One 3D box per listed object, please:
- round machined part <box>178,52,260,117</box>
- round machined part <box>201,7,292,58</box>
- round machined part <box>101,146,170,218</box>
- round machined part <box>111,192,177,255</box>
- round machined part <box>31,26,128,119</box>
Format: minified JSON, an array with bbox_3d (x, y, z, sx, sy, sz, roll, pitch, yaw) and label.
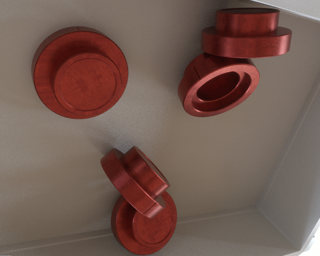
[{"bbox_3d":[0.068,-0.059,0.384,0.099,0.042,0.098,-15,150,-9],"label":"round machined part"},{"bbox_3d":[0.096,-0.111,0.348,0.099,0.098,0.042,-13,118,-22],"label":"round machined part"},{"bbox_3d":[-0.025,0.061,0.387,0.042,0.098,0.098,-42,130,0],"label":"round machined part"},{"bbox_3d":[-0.016,0.132,0.443,0.099,0.042,0.097,3,85,-29],"label":"round machined part"},{"bbox_3d":[-0.079,-0.052,0.323,0.099,0.042,0.097,-14,125,-21],"label":"round machined part"}]
